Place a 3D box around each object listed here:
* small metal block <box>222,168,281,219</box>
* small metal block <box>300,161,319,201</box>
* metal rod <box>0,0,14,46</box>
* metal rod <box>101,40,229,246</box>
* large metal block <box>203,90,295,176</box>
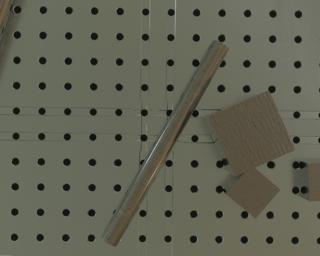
[{"bbox_3d":[0.121,0.083,0.414,0.050,0.025,0.050,40,90,0],"label":"small metal block"},{"bbox_3d":[0.219,0.070,0.415,0.050,0.025,0.050,-2,90,0],"label":"small metal block"},{"bbox_3d":[-0.239,-0.072,0.411,0.025,0.025,0.298,17,90,0],"label":"metal rod"},{"bbox_3d":[0.007,0.020,0.413,0.025,0.025,0.299,30,90,0],"label":"metal rod"},{"bbox_3d":[0.112,0.006,0.402,0.080,0.050,0.080,-24,90,0],"label":"large metal block"}]
